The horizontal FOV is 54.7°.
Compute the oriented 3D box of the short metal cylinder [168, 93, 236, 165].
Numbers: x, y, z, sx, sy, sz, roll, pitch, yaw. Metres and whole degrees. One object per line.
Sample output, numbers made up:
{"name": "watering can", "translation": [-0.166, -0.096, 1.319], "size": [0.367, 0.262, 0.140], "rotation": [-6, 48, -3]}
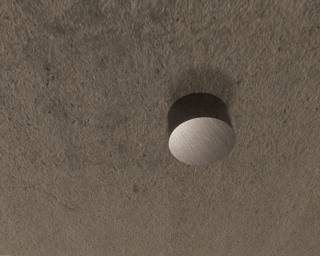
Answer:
{"name": "short metal cylinder", "translation": [0.051, 0.002, 0.393], "size": [0.081, 0.050, 0.079], "rotation": [0, 130, 0]}
